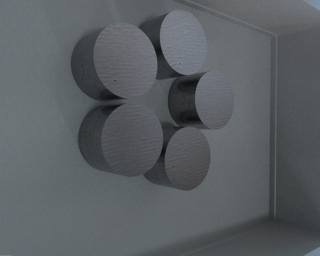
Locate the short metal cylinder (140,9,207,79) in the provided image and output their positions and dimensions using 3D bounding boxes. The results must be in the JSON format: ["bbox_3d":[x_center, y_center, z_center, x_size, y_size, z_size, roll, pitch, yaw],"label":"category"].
[{"bbox_3d":[0.015,-0.105,0.399,0.081,0.050,0.080,0,90,-40],"label":"short metal cylinder"}]

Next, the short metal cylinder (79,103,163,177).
[{"bbox_3d":[-0.043,0.012,0.351,0.081,0.050,0.080,0,90,-40],"label":"short metal cylinder"}]

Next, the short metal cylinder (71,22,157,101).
[{"bbox_3d":[-0.050,-0.071,0.346,0.081,0.050,0.080,0,90,-40],"label":"short metal cylinder"}]

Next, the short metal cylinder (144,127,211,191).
[{"bbox_3d":[0.020,0.038,0.405,0.081,0.050,0.080,0,90,-40],"label":"short metal cylinder"}]

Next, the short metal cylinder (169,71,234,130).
[{"bbox_3d":[0.059,-0.038,0.437,0.081,0.050,0.080,0,90,-40],"label":"short metal cylinder"}]
